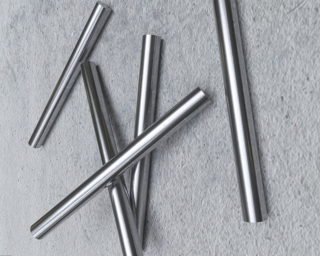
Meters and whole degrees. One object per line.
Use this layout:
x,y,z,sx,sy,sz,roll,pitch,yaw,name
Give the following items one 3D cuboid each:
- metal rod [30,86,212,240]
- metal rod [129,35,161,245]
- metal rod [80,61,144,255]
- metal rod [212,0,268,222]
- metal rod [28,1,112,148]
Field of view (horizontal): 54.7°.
-0.059,0.053,0.398,0.300,0.025,0.025,-40,65,14,metal rod
-0.024,0.027,0.422,0.025,0.025,0.298,9,96,39,metal rod
-0.074,0.032,0.442,0.025,0.025,0.299,-34,63,34,metal rod
0.081,-0.052,0.336,0.025,0.025,0.298,-11,83,39,metal rod
-0.164,-0.078,0.536,0.025,0.025,0.298,51,119,28,metal rod
